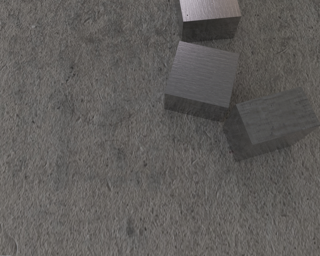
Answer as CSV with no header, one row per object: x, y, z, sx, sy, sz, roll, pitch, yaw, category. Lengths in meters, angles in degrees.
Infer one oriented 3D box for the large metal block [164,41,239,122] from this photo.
0.055,-0.062,0.418,0.080,0.050,0.080,14,71,5,large metal block

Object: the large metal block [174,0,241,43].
0.067,-0.178,0.460,0.081,0.050,0.080,-6,70,-3,large metal block

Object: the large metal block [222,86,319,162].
0.130,-0.001,0.380,0.081,0.080,0.050,-15,71,-6,large metal block
